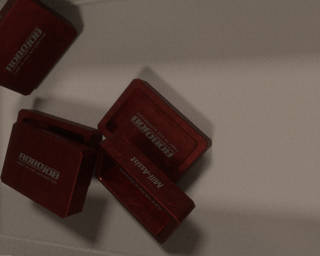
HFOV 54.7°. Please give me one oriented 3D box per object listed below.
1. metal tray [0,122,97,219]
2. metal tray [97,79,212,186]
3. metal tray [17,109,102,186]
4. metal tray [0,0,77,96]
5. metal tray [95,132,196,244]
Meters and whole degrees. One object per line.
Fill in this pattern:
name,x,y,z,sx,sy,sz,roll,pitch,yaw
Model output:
metal tray,-0.153,0.052,0.418,0.130,0.030,0.089,20,97,26
metal tray,-0.009,0.009,0.410,0.130,0.030,0.090,43,103,14
metal tray,-0.158,0.030,0.461,0.130,0.030,0.089,16,95,18
metal tray,-0.194,-0.116,0.440,0.130,0.090,0.030,-46,51,14
metal tray,-0.025,0.076,0.386,0.130,0.030,0.089,42,145,16
